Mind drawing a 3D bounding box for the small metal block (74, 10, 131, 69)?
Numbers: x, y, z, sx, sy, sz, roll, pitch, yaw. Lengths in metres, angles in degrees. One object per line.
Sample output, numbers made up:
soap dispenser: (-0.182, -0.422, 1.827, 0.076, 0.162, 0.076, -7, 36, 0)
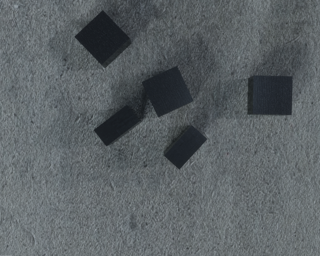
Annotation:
small metal block: (-0.074, -0.116, 0.409, 0.050, 0.025, 0.050, -44, 90, 0)

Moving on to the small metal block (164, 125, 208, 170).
small metal block: (0.031, 0.023, 0.398, 0.025, 0.050, 0.050, 42, 90, 0)

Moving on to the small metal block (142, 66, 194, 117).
small metal block: (0.010, -0.047, 0.410, 0.050, 0.025, 0.050, -25, 90, 0)

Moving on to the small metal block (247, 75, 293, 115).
small metal block: (0.145, -0.042, 0.411, 0.050, 0.025, 0.050, 1, 90, 0)

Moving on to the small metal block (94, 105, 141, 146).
small metal block: (-0.052, -0.003, 0.397, 0.050, 0.050, 0.025, -37, 90, 0)
